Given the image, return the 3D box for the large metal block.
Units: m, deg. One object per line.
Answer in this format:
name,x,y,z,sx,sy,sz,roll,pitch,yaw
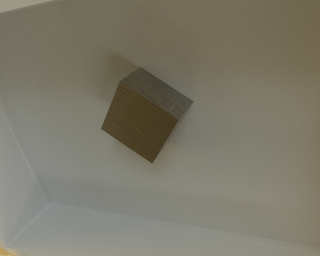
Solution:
large metal block,-0.017,-0.016,0.391,0.080,0.050,0.079,34,129,5
